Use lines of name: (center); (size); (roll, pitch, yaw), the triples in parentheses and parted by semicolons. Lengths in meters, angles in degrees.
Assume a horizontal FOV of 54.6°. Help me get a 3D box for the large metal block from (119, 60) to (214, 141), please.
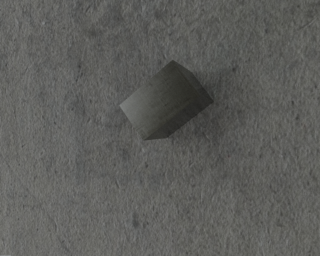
large metal block: (0.011, -0.030, 0.376); (0.080, 0.080, 0.050); (-38, 78, 16)
